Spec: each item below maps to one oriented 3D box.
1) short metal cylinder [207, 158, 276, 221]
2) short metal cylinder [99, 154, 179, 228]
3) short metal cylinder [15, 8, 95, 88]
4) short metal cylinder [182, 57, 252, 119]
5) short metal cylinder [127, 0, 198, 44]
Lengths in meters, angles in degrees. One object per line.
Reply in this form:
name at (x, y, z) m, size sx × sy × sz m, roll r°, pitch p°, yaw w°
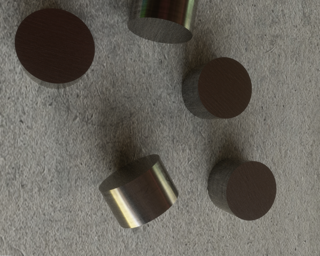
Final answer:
short metal cylinder at (0.115, 0.084, 0.438) m, size 0.081 × 0.050 × 0.080 m, roll 0°, pitch 90°, yaw -20°
short metal cylinder at (-0.025, 0.073, 0.371) m, size 0.080 × 0.080 × 0.050 m, roll -30°, pitch 100°, yaw -17°
short metal cylinder at (-0.118, -0.087, 0.352) m, size 0.081 × 0.050 × 0.080 m, roll 0°, pitch 90°, yaw -20°
short metal cylinder at (0.077, -0.052, 0.424) m, size 0.081 × 0.050 × 0.080 m, roll 0°, pitch 90°, yaw -20°
short metal cylinder at (0.004, -0.142, 0.381) m, size 0.081 × 0.080 × 0.050 m, roll 11°, pitch 87°, yaw -20°
